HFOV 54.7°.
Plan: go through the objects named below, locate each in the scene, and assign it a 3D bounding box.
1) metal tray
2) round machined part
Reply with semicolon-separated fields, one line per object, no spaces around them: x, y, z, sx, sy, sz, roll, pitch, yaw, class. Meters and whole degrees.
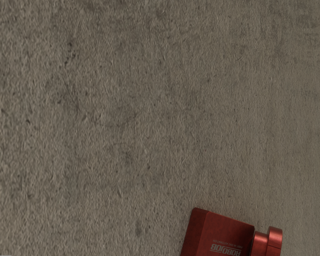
0.092;0.183;0.482;0.131;0.030;0.090;27;73;-37;metal tray
0.176;0.215;0.526;0.098;0.042;0.097;11;91;-71;round machined part
